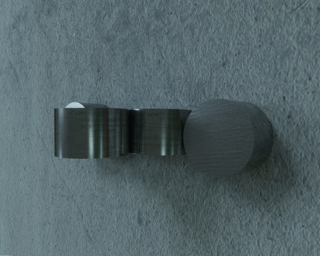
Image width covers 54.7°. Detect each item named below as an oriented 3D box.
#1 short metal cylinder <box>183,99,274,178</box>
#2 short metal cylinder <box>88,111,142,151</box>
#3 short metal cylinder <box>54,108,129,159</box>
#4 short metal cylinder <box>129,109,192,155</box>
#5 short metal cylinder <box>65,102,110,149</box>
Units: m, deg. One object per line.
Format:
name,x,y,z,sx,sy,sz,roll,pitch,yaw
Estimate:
short metal cylinder,0.072,0.010,0.330,0.080,0.050,0.080,1,91,39
short metal cylinder,-0.060,0.003,0.421,0.080,0.081,0.050,1,91,40
short metal cylinder,-0.074,0.004,0.342,0.080,0.081,0.050,1,92,40
short metal cylinder,0.001,0.004,0.370,0.080,0.081,0.050,1,90,40
short metal cylinder,-0.112,0.001,0.483,0.080,0.050,0.080,0,90,39
